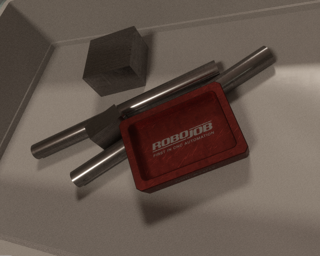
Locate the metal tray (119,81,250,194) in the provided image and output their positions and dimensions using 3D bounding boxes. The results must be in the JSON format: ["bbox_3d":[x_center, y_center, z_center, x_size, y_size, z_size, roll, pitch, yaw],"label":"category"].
[{"bbox_3d":[0.025,0.012,0.362,0.130,0.030,0.090,-22,68,10],"label":"metal tray"}]

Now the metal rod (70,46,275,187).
[{"bbox_3d":[0.011,-0.012,0.405,0.300,0.025,0.025,-33,52,6],"label":"metal rod"}]

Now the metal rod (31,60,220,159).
[{"bbox_3d":[-0.057,-0.021,0.446,0.301,0.025,0.025,-23,53,13],"label":"metal rod"}]

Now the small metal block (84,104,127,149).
[{"bbox_3d":[-0.064,0.003,0.420,0.050,0.050,0.025,-37,51,3],"label":"small metal block"}]

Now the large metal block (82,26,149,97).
[{"bbox_3d":[-0.067,-0.103,0.486,0.080,0.050,0.080,-11,57,22],"label":"large metal block"}]
